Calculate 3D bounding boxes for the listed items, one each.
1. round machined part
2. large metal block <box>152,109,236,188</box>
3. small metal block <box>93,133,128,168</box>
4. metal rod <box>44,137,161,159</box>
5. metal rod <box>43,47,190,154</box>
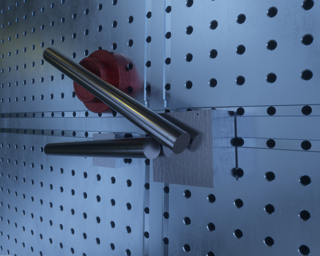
[{"bbox_3d":[-0.096,-0.071,0.474,0.098,0.042,0.097,0,90,39],"label":"round machined part"},{"bbox_3d":[0.038,0.022,0.356,0.080,0.050,0.079,-2,89,39],"label":"large metal block"},{"bbox_3d":[-0.076,0.033,0.470,0.050,0.025,0.050,0,90,39],"label":"small metal block"},{"bbox_3d":[-0.105,0.031,0.458,0.299,0.025,0.025,-5,87,50],"label":"metal rod"},{"bbox_3d":[-0.077,-0.051,0.408,0.300,0.025,0.025,34,111,37],"label":"metal rod"}]
